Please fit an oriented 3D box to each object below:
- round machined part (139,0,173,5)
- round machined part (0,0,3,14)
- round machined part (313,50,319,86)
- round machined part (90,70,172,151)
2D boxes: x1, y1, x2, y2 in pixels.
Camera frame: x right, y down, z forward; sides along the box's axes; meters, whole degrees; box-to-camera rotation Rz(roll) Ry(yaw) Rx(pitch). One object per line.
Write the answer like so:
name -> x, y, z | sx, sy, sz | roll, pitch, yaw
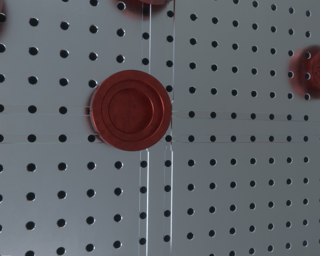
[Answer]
round machined part -> -0.011, -0.207, 0.399 | 0.099, 0.042, 0.097 | 0, 90, -20
round machined part -> -0.218, -0.141, 0.323 | 0.099, 0.042, 0.097 | 0, 90, -20
round machined part -> 0.295, -0.099, 0.511 | 0.099, 0.042, 0.097 | 0, 90, -20
round machined part -> -0.039, -0.021, 0.389 | 0.099, 0.042, 0.097 | 0, 90, -20
